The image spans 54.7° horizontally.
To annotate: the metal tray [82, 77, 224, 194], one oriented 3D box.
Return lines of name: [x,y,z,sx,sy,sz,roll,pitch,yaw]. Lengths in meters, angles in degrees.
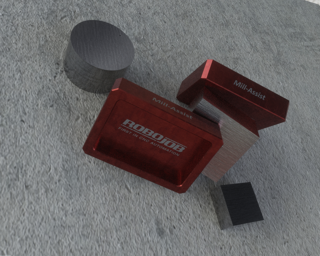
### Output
metal tray: [-0.008,0.013,0.347,0.131,0.089,0.030,25,28,-13]

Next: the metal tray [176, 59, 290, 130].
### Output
metal tray: [0.099,-0.039,0.436,0.131,0.090,0.030,25,71,-13]

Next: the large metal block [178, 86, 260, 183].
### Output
large metal block: [0.063,0.007,0.389,0.080,0.080,0.050,34,25,-6]

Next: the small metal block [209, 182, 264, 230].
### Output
small metal block: [0.098,0.099,0.396,0.050,0.025,0.050,0,62,-28]

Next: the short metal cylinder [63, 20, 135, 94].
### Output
short metal cylinder: [-0.079,-0.092,0.401,0.081,0.050,0.080,14,56,-21]
